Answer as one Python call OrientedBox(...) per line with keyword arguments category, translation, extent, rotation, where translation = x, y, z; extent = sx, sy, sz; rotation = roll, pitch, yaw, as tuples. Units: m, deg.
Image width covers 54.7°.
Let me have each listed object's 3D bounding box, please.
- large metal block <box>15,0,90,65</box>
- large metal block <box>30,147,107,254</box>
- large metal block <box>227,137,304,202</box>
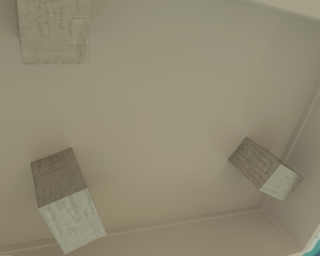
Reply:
OrientedBox(category="large metal block", translation=(-0.092, -0.104, 0.258), extent=(0.050, 0.080, 0.079), rotation=(-6, 121, -24))
OrientedBox(category="large metal block", translation=(-0.108, 0.083, 0.365), extent=(0.050, 0.080, 0.080), rotation=(-22, 127, -16))
OrientedBox(category="large metal block", translation=(0.173, 0.068, 0.509), extent=(0.080, 0.080, 0.050), rotation=(27, 103, -38))
